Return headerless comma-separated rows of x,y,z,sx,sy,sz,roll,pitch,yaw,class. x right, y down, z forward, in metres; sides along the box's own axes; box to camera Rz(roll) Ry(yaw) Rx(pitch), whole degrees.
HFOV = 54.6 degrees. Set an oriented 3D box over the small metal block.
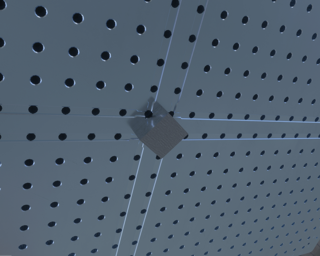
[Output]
0.001,0.006,0.415,0.050,0.025,0.050,-44,130,2,small metal block
